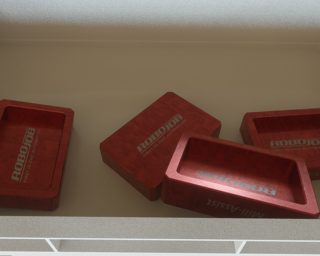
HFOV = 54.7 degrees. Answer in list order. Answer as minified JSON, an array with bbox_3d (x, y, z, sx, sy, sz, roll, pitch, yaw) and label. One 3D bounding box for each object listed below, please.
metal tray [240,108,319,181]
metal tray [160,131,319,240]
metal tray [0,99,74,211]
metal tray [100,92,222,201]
[{"bbox_3d":[0.176,0.019,0.387,0.131,0.030,0.090,-4,50,-4],"label":"metal tray"},{"bbox_3d":[0.075,0.049,0.301,0.131,0.030,0.090,13,29,9],"label":"metal tray"},{"bbox_3d":[-0.155,0.028,0.361,0.091,0.030,0.130,8,48,-13],"label":"metal tray"},{"bbox_3d":[0.003,0.016,0.388,0.090,0.030,0.131,35,58,25],"label":"metal tray"}]
